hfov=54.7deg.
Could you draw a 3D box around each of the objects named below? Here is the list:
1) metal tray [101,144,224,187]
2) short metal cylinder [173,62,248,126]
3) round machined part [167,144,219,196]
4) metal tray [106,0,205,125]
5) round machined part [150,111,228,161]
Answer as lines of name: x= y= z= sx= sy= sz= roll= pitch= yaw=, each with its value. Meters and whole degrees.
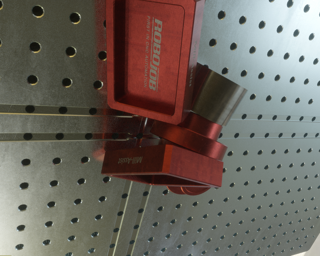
metal tray: x=0.000 y=0.050 z=0.380 sx=0.091 sy=0.130 sz=0.030 roll=20 pitch=70 yaw=-37
short metal cylinder: x=0.060 y=-0.044 z=0.382 sx=0.080 sy=0.080 sz=0.050 roll=19 pitch=106 yaw=-36
round machined part: x=0.052 y=0.063 z=0.470 sx=0.099 sy=0.042 sz=0.097 roll=-14 pitch=124 yaw=-21
metal tray: x=-0.009 y=-0.074 z=0.321 sx=0.030 sy=0.090 sz=0.129 roll=-49 pitch=149 yaw=-55
round machined part: x=0.040 y=0.004 z=0.393 sx=0.099 sy=0.098 sz=0.042 roll=22 pitch=90 yaw=-37
